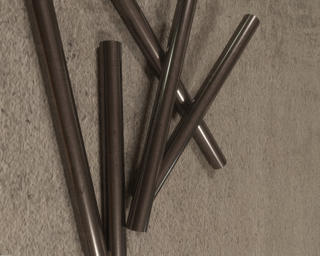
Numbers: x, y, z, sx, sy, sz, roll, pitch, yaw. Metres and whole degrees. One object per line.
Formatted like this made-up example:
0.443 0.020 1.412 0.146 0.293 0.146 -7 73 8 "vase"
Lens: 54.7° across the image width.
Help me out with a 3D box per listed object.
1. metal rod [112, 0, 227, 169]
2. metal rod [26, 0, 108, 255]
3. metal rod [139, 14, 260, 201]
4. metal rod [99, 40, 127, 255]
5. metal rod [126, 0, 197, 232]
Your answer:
0.019 -0.058 0.422 0.025 0.025 0.299 -48 119 -29 "metal rod"
-0.097 -0.001 0.324 0.025 0.025 0.298 -17 101 -39 "metal rod"
0.054 -0.031 0.417 0.025 0.025 0.300 40 76 -33 "metal rod"
-0.054 0.051 0.361 0.025 0.025 0.298 -3 92 -40 "metal rod"
0.005 -0.027 0.379 0.025 0.025 0.299 19 80 -39 "metal rod"
